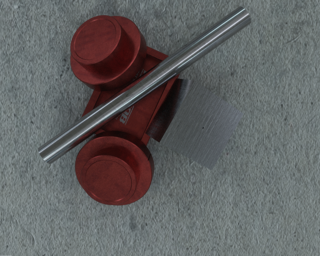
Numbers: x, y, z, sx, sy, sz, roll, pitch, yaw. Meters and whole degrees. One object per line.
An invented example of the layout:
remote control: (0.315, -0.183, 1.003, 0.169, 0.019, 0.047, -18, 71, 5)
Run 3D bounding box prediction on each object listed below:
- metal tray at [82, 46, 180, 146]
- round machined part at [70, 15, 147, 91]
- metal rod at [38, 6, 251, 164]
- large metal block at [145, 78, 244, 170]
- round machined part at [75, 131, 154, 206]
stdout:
metal tray: (-0.037, -0.043, 0.408, 0.090, 0.030, 0.129, 25, 90, 0)
round machined part: (-0.070, -0.098, 0.382, 0.098, 0.042, 0.098, -7, 68, 19)
metal rod: (-0.018, -0.053, 0.382, 0.301, 0.025, 0.025, -35, 90, 0)
large metal block: (0.042, -0.005, 0.385, 0.080, 0.050, 0.080, 29, 89, -25)
round machined part: (-0.058, 0.056, 0.385, 0.099, 0.042, 0.097, 2, 111, 6)
